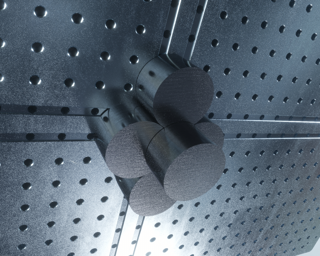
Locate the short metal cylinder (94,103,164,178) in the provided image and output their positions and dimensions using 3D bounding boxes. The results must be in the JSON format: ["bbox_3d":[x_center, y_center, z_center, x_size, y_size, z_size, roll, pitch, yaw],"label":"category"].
[{"bbox_3d":[-0.036,0.015,0.385,0.081,0.050,0.079,-14,124,-21],"label":"short metal cylinder"}]

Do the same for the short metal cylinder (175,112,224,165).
[{"bbox_3d":[0.040,0.016,0.426,0.081,0.050,0.079,-14,124,-21],"label":"short metal cylinder"}]

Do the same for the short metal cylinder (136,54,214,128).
[{"bbox_3d":[0.018,-0.044,0.377,0.081,0.050,0.079,-14,125,-22],"label":"short metal cylinder"}]

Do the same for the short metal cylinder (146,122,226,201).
[{"bbox_3d":[0.030,0.040,0.370,0.081,0.050,0.079,-14,124,-21],"label":"short metal cylinder"}]

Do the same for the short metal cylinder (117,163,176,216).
[{"bbox_3d":[-0.014,0.075,0.433,0.081,0.050,0.079,-13,122,-22],"label":"short metal cylinder"}]
